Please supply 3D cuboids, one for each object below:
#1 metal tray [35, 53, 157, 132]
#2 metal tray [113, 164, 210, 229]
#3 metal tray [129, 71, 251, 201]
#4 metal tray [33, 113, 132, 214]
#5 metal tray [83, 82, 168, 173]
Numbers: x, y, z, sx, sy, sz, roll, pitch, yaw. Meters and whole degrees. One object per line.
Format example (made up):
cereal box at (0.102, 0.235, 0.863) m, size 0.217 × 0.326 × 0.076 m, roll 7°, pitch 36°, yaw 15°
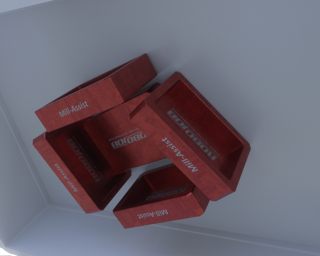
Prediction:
metal tray at (-0.078, -0.042, 0.377) m, size 0.130 × 0.090 × 0.030 m, roll -17°, pitch 110°, yaw 34°
metal tray at (0.010, 0.083, 0.409) m, size 0.130 × 0.090 × 0.030 m, roll -22°, pitch 107°, yaw 36°
metal tray at (0.039, 0.006, 0.347) m, size 0.130 × 0.090 × 0.030 m, roll 45°, pitch 130°, yaw -4°
metal tray at (-0.106, 0.045, 0.445) m, size 0.030 × 0.090 × 0.130 m, roll -23°, pitch 106°, yaw 36°
metal tray at (-0.033, 0.004, 0.420) m, size 0.130 × 0.030 × 0.090 m, roll -21°, pitch 107°, yaw 35°
